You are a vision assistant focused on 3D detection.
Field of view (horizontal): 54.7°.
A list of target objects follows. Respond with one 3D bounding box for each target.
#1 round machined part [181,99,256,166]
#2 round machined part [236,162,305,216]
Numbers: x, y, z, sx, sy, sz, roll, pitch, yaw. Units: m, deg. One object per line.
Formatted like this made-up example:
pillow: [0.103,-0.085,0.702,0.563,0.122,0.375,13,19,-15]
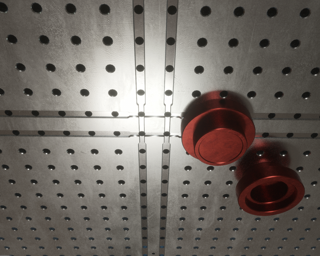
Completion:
round machined part: [0.078,0.013,0.413,0.099,0.042,0.097,-1,130,0]
round machined part: [0.167,0.091,0.481,0.099,0.042,0.097,-1,130,0]
